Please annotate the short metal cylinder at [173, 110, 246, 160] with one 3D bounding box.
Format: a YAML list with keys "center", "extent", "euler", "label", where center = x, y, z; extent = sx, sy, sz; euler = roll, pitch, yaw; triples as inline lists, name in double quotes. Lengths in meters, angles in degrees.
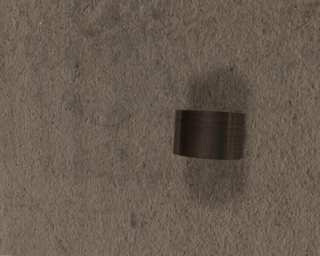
- center: [0.057, 0.007, 0.359]
  extent: [0.080, 0.080, 0.050]
  euler: [4, 91, 19]
  label: "short metal cylinder"
